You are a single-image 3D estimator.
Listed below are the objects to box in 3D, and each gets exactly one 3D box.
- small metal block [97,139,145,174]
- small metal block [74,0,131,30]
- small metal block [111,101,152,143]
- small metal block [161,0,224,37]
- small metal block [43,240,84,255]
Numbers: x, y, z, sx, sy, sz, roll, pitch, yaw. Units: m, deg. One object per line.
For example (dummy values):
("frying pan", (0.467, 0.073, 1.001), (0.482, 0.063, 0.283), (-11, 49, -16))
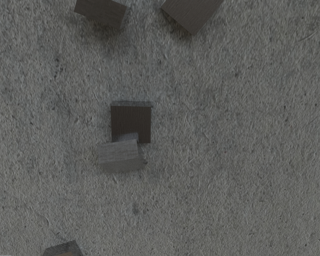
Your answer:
("small metal block", (-0.050, 0.038, 0.408), (0.050, 0.050, 0.025), (-9, 67, 3))
("small metal block", (-0.062, -0.133, 0.347), (0.050, 0.050, 0.025), (20, 109, -7))
("small metal block", (-0.037, -0.008, 0.406), (0.050, 0.025, 0.050), (1, 110, -1))
("small metal block", (0.036, -0.143, 0.357), (0.050, 0.025, 0.050), (37, 106, -13))
("small metal block", (-0.149, 0.210, 0.486), (0.050, 0.025, 0.050), (-18, 109, 6))
